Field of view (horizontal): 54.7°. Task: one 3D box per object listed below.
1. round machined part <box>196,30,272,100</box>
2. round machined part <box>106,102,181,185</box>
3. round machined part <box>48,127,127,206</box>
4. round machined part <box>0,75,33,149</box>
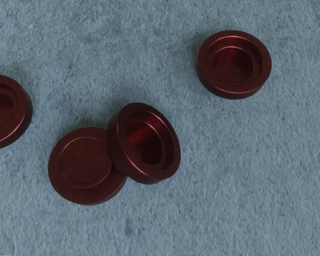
[{"bbox_3d":[0.099,-0.083,0.431,0.099,0.042,0.098,0,70,-1],"label":"round machined part"},{"bbox_3d":[-0.024,0.022,0.373,0.098,0.042,0.098,28,46,-33],"label":"round machined part"},{"bbox_3d":[-0.089,0.044,0.382,0.099,0.042,0.098,0,70,-1],"label":"round machined part"},{"bbox_3d":[-0.215,-0.017,0.403,0.099,0.042,0.098,0,70,-1],"label":"round machined part"}]
